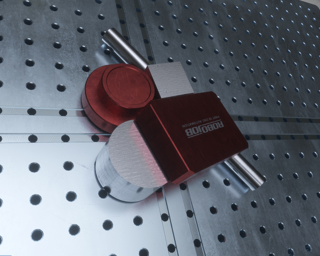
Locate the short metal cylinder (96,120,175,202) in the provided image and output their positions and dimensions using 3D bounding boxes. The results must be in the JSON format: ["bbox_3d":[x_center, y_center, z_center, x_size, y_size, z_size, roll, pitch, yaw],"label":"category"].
[{"bbox_3d":[-0.026,0.037,0.350,0.081,0.050,0.080,14,56,-21],"label":"short metal cylinder"}]

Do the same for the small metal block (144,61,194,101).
[{"bbox_3d":[0.010,-0.059,0.415,0.050,0.025,0.050,-13,71,-28],"label":"small metal block"}]

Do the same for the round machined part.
[{"bbox_3d":[-0.046,-0.043,0.393,0.099,0.042,0.098,13,57,-20],"label":"round machined part"}]

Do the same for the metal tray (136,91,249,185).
[{"bbox_3d":[0.044,0.005,0.371,0.131,0.030,0.090,-14,69,-47],"label":"metal tray"}]

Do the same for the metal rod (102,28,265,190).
[{"bbox_3d":[0.031,-0.029,0.438,0.300,0.025,0.025,45,51,3],"label":"metal rod"}]
